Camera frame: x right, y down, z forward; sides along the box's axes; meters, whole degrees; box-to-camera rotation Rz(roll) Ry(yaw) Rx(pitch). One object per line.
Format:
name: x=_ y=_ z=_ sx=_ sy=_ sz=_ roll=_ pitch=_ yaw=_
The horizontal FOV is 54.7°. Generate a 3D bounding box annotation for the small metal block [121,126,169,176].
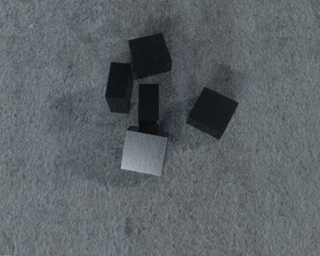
small metal block: x=-0.018 y=0.028 z=0.385 sx=0.050 sy=0.025 sz=0.050 roll=11 pitch=104 yaw=3

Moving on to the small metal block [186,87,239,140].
small metal block: x=0.070 y=-0.020 z=0.416 sx=0.050 sy=0.025 sz=0.050 roll=27 pitch=72 yaw=9

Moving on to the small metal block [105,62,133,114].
small metal block: x=-0.053 y=-0.052 z=0.413 sx=0.025 sy=0.050 sz=0.050 roll=5 pitch=70 yaw=2

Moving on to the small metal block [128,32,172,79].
small metal block: x=-0.014 y=-0.104 z=0.446 sx=0.050 sy=0.025 sz=0.050 roll=-15 pitch=71 yaw=-6

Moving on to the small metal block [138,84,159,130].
small metal block: x=-0.014 y=-0.024 z=0.403 sx=0.025 sy=0.050 sz=0.050 roll=0 pitch=70 yaw=0
